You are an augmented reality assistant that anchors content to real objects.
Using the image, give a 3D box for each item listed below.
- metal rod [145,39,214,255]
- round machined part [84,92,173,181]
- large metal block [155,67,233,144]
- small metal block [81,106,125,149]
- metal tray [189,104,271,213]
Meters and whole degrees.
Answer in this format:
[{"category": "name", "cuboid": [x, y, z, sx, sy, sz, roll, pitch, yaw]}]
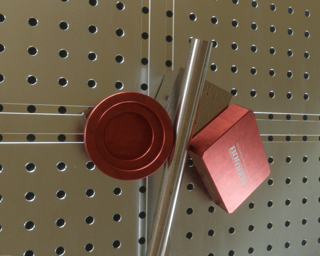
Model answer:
[{"category": "metal rod", "cuboid": [0.018, 0.047, 0.373, 0.025, 0.025, 0.298, 7, 104, -20]}, {"category": "round machined part", "cuboid": [-0.038, 0.009, 0.357, 0.099, 0.042, 0.097, 0, 91, -17]}, {"category": "large metal block", "cuboid": [0.037, -0.023, 0.410, 0.080, 0.050, 0.080, 24, 82, -19]}, {"category": "small metal block", "cuboid": [-0.064, -0.006, 0.386, 0.050, 0.025, 0.050, -23, 98, -19]}, {"category": "metal tray", "cuboid": [0.097, 0.044, 0.415, 0.090, 0.030, 0.130, -40, 128, -15]}]
